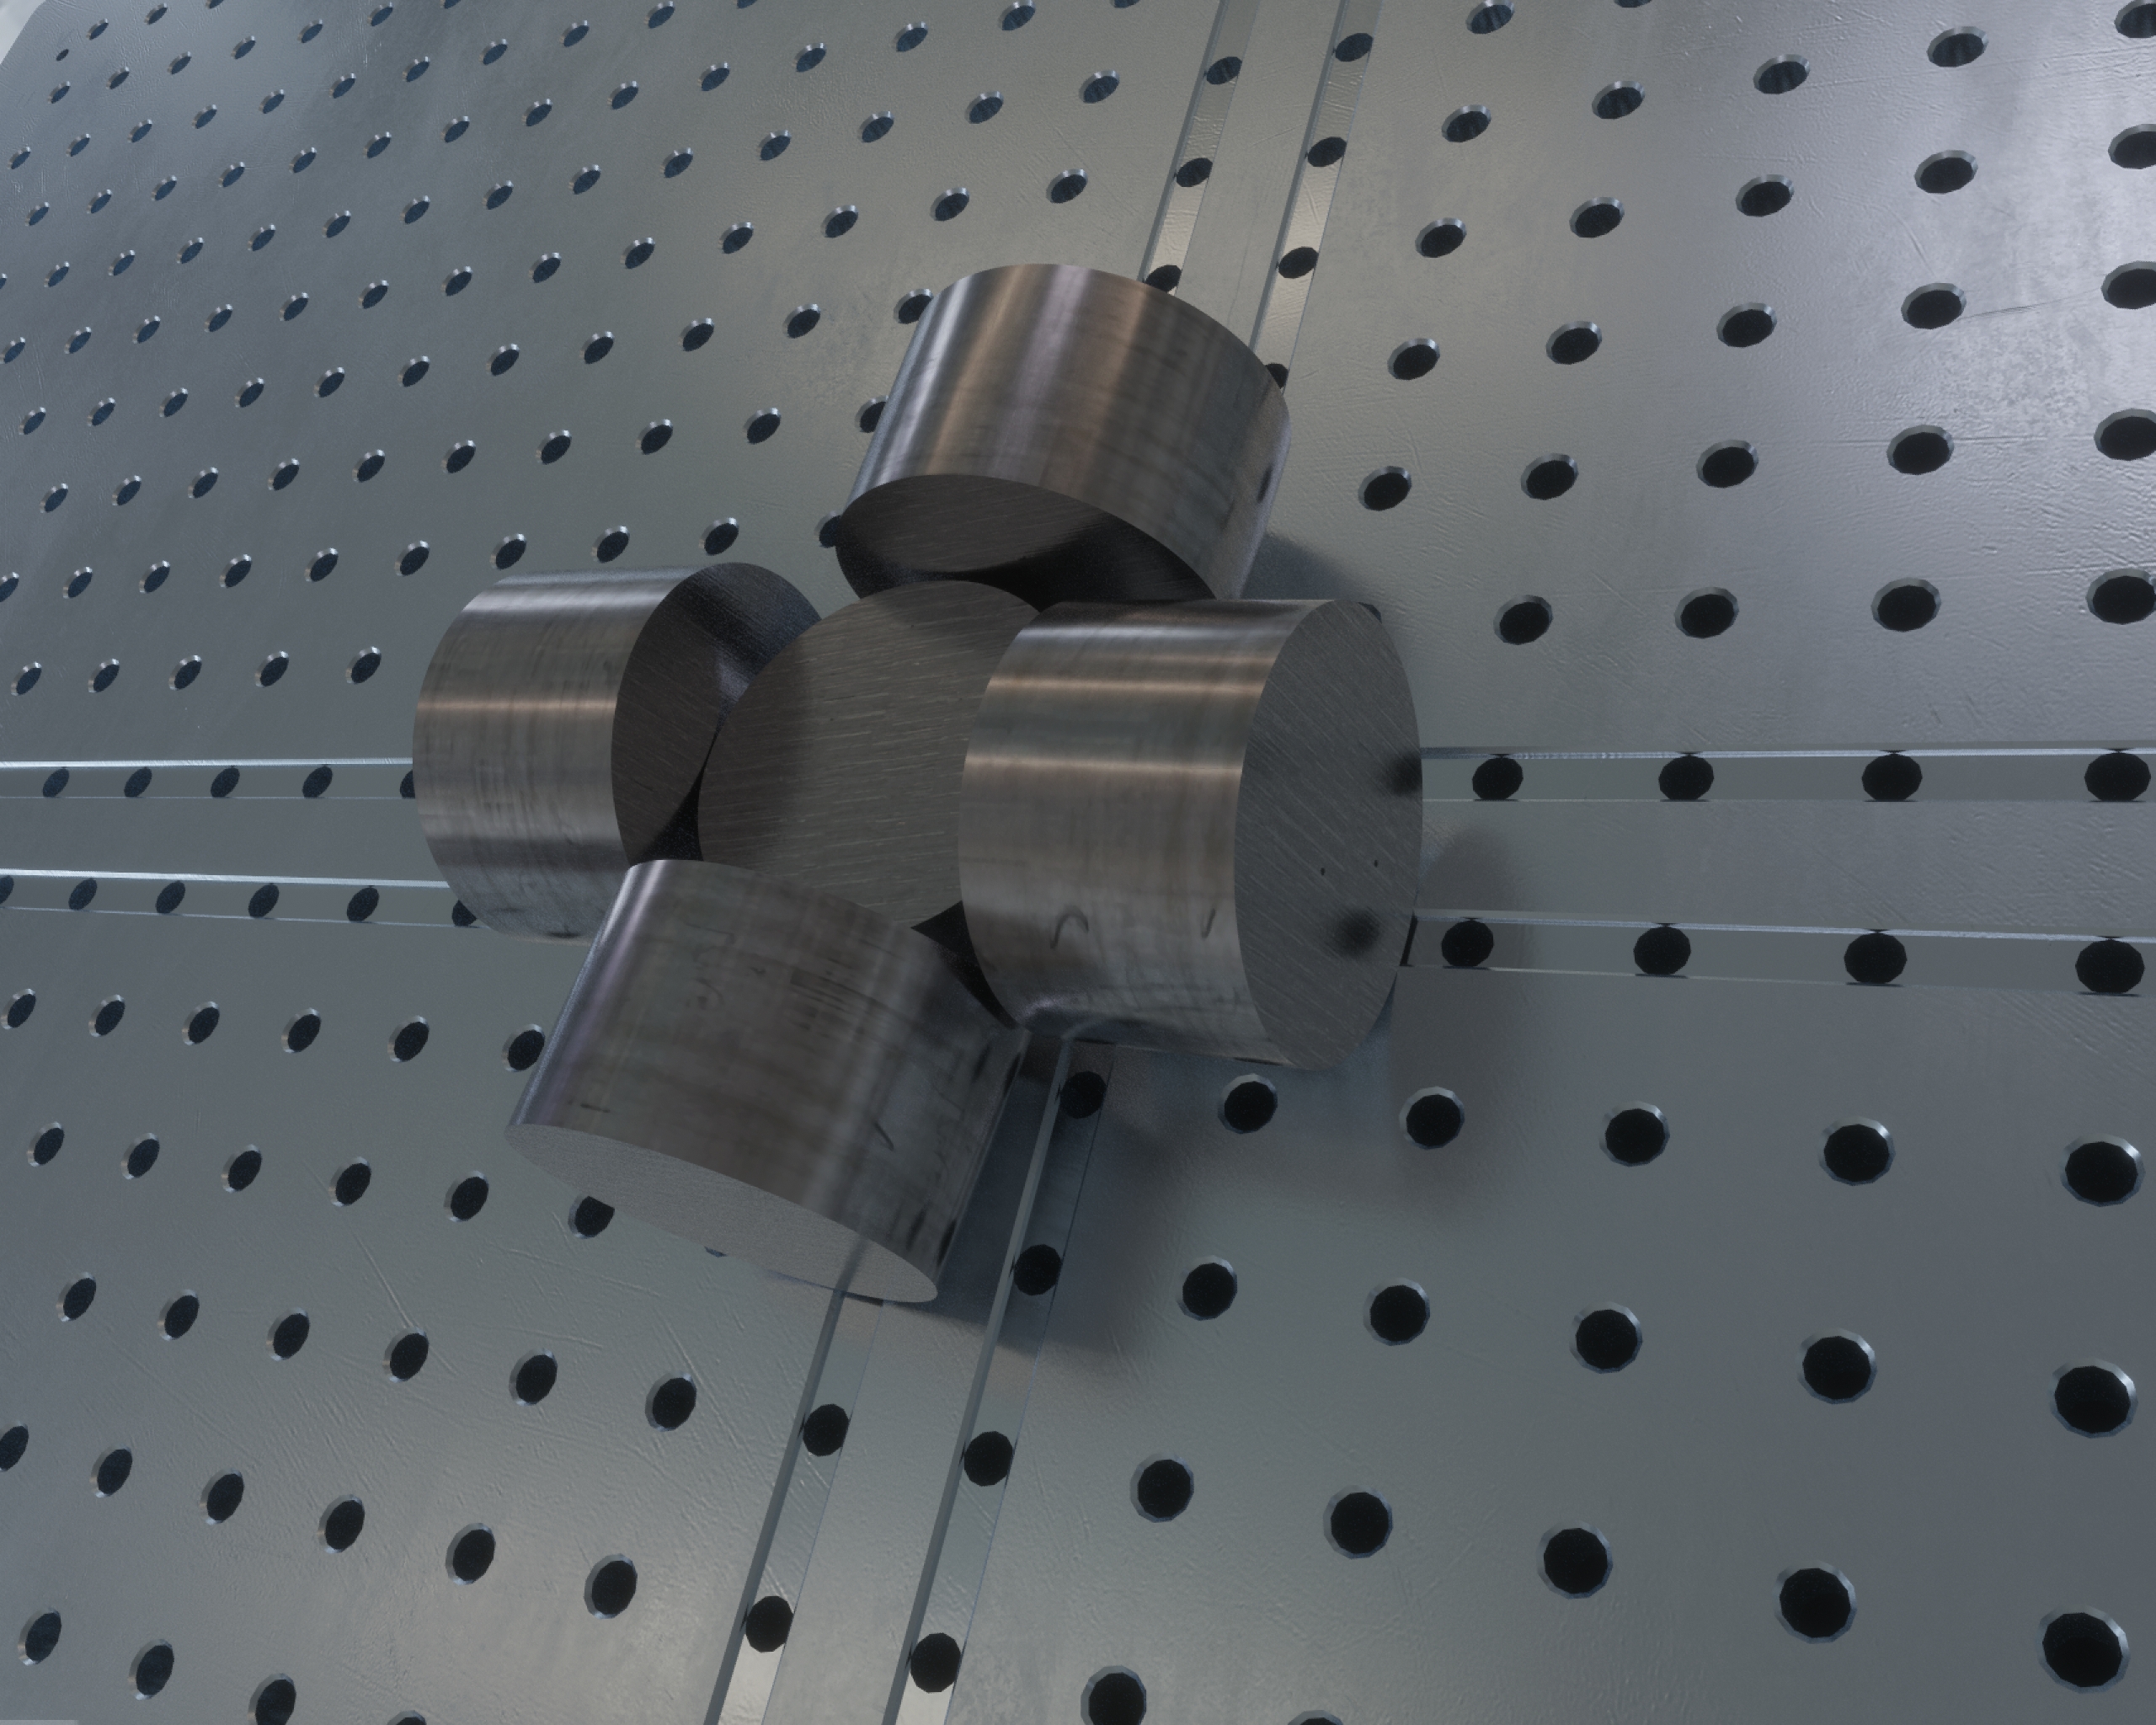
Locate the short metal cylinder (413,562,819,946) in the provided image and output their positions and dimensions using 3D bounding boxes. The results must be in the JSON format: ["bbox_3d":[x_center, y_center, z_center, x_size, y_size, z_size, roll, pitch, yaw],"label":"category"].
[{"bbox_3d":[-0.089,-0.021,0.433,0.050,0.080,0.080,2,63,28],"label":"short metal cylinder"}]

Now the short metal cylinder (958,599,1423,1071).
[{"bbox_3d":[0.022,-0.006,0.365,0.050,0.080,0.080,4,64,30],"label":"short metal cylinder"}]

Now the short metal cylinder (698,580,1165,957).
[{"bbox_3d":[-0.027,-0.009,0.412,0.080,0.050,0.080,-12,57,20],"label":"short metal cylinder"}]

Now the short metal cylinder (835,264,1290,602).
[{"bbox_3d":[-0.002,-0.073,0.419,0.080,0.080,0.050,3,63,29],"label":"short metal cylinder"}]

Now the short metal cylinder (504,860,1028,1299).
[{"bbox_3d":[-0.054,0.041,0.375,0.080,0.080,0.050,6,65,31],"label":"short metal cylinder"}]
